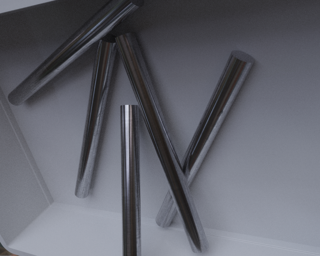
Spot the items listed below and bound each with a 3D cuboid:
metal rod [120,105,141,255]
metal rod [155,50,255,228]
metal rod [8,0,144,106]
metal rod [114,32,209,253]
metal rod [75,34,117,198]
[{"bbox_3d":[-0.038,0.119,0.411,0.025,0.025,0.298,-2,88,29],"label":"metal rod"},{"bbox_3d":[0.045,0.038,0.408,0.025,0.025,0.298,28,128,10],"label":"metal rod"},{"bbox_3d":[-0.129,-0.090,0.404,0.299,0.025,0.025,-22,107,41],"label":"metal rod"},{"bbox_3d":[0.007,0.028,0.397,0.025,0.025,0.298,-11,105,33],"label":"metal rod"},{"bbox_3d":[-0.101,0.004,0.463,0.025,0.025,0.298,27,128,11],"label":"metal rod"}]
